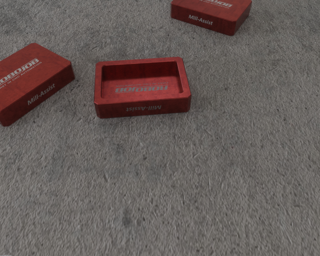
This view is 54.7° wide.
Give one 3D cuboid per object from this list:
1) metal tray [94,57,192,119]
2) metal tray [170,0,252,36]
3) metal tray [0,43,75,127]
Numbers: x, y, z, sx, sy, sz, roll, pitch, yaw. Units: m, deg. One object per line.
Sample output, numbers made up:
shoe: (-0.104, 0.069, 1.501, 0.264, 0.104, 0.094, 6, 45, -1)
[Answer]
metal tray: (-0.026, -0.061, 0.450, 0.131, 0.030, 0.090, -4, 50, -4)
metal tray: (0.097, -0.228, 0.592, 0.130, 0.030, 0.090, 24, 54, 19)
metal tray: (-0.205, -0.069, 0.456, 0.090, 0.030, 0.131, 30, 56, 22)
